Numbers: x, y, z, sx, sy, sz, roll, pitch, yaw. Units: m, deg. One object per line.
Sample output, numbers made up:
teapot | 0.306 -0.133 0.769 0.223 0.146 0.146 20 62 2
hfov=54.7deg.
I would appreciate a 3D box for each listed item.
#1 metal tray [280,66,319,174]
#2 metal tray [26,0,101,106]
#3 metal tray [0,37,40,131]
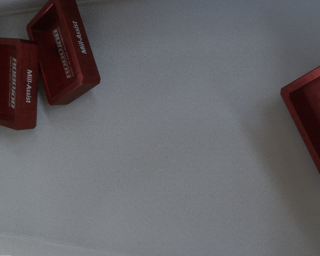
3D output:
metal tray | 0.185 0.000 0.310 0.030 0.090 0.129 -20 82 -19
metal tray | -0.140 -0.107 0.442 0.090 0.030 0.129 -24 82 38
metal tray | -0.226 -0.068 0.468 0.090 0.030 0.129 13 102 32
